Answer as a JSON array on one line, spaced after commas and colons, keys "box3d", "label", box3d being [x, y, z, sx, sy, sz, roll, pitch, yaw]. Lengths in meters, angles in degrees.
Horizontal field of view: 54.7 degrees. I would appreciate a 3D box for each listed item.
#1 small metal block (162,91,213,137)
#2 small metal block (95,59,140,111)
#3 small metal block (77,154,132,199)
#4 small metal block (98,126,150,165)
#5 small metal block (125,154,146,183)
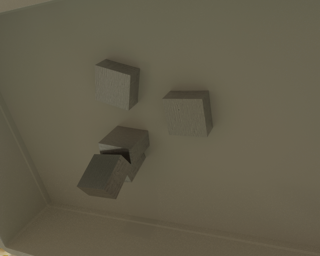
[{"box3d": [0.035, -0.018, 0.378, 0.050, 0.025, 0.050, 3, 120, 26], "label": "small metal block"}, {"box3d": [-0.056, -0.056, 0.402, 0.050, 0.025, 0.050, 19, 126, 17], "label": "small metal block"}, {"box3d": [-0.072, 0.062, 0.404, 0.050, 0.050, 0.025, -2, 141, 36], "label": "small metal block"}, {"box3d": [-0.049, 0.023, 0.431, 0.050, 0.050, 0.025, 9, 122, 23], "label": "small metal block"}, {"box3d": [-0.056, 0.052, 0.450, 0.050, 0.050, 0.025, -5, 126, 30], "label": "small metal block"}]
